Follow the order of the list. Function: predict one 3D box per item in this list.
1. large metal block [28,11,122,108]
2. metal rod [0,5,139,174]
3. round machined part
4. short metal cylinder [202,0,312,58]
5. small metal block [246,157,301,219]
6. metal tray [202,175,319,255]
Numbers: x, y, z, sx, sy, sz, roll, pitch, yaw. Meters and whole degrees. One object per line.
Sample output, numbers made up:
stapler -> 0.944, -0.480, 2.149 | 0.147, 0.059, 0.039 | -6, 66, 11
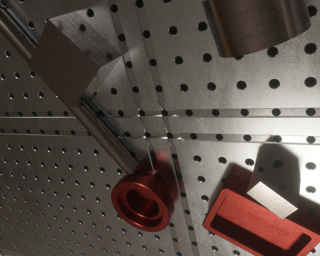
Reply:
large metal block -> -0.110, -0.087, 0.397 | 0.080, 0.050, 0.080 | 44, 129, -3
metal rod -> -0.138, -0.052, 0.449 | 0.025, 0.025, 0.300 | -34, 100, 38
round machined part -> -0.023, 0.109, 0.478 | 0.098, 0.042, 0.097 | 13, 124, 20
short metal cylinder -> 0.083, -0.101, 0.269 | 0.080, 0.080, 0.050 | -11, 113, 32
small metal block -> 0.135, 0.070, 0.366 | 0.050, 0.050, 0.025 | 36, 129, 3
metal tray -> 0.133, 0.128, 0.416 | 0.130, 0.030, 0.089 | 26, 127, 11
